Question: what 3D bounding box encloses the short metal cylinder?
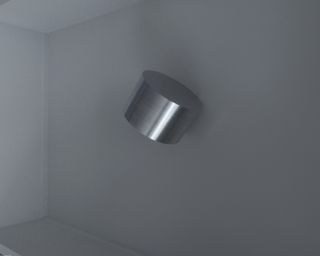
[{"bbox_3d":[0.003,-0.026,0.369,0.080,0.081,0.050,47,118,30],"label":"short metal cylinder"}]
